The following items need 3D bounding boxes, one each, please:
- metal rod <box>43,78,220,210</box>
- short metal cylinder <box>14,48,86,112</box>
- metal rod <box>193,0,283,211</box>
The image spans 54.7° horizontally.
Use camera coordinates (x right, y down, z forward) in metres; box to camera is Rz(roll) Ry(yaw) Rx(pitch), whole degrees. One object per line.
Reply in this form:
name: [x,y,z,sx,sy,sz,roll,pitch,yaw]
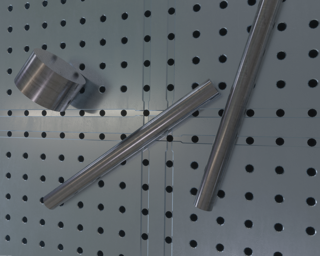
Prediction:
metal rod: [-0.049,0.030,0.429,0.300,0.025,0.025,-35,79,16]
short metal cylinder: [-0.154,-0.067,0.438,0.080,0.080,0.050,43,104,15]
metal rod: [0.098,-0.042,0.377,0.025,0.025,0.298,19,96,19]
